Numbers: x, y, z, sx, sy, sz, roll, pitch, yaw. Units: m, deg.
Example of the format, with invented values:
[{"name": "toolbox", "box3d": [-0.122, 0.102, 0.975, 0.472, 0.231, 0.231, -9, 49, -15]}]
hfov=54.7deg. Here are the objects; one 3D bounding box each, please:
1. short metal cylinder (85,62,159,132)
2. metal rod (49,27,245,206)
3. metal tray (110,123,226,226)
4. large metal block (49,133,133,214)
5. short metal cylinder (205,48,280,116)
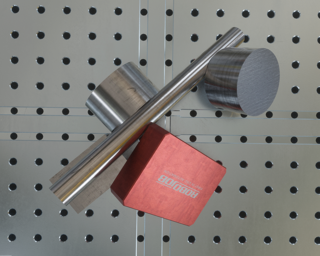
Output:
[{"name": "short metal cylinder", "box3d": [-0.045, -0.036, 0.385, 0.080, 0.080, 0.050, -43, 91, 0]}, {"name": "metal rod", "box3d": [0.001, -0.028, 0.360, 0.025, 0.025, 0.301, 47, 68, 0]}, {"name": "metal tray", "box3d": [0.016, 0.061, 0.371, 0.130, 0.030, 0.090, 32, 90, -42]}, {"name": "large metal block", "box3d": [-0.076, 0.051, 0.384, 0.080, 0.080, 0.050, -39, 90, 0]}, {"name": "short metal cylinder", "box3d": [0.102, -0.058, 0.382, 0.081, 0.050, 0.079, -11, 109, -35]}]
